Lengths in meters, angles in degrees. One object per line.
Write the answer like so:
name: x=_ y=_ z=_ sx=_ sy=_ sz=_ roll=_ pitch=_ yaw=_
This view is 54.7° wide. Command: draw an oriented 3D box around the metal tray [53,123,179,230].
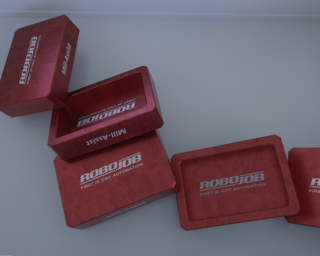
metal tray: x=-0.053 y=0.055 z=0.369 sx=0.131 sy=0.030 sz=0.090 roll=-22 pitch=65 yaw=3

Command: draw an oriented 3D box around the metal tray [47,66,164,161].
metal tray: x=-0.067 y=-0.021 z=0.380 sx=0.130 sy=0.030 sz=0.090 roll=-19 pitch=44 yaw=6

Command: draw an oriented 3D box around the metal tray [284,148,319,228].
metal tray: x=0.210 y=0.068 z=0.340 sx=0.130 sy=0.030 sz=0.090 roll=-3 pitch=69 yaw=40

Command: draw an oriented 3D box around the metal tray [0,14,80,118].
metal tray: x=-0.162 y=-0.083 z=0.413 sx=0.090 sy=0.030 sz=0.130 roll=-8 pitch=63 yaw=20

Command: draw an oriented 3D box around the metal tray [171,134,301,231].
metal tray: x=0.085 y=0.066 z=0.365 sx=0.130 sy=0.030 sz=0.090 roll=-12 pitch=70 yaw=11
